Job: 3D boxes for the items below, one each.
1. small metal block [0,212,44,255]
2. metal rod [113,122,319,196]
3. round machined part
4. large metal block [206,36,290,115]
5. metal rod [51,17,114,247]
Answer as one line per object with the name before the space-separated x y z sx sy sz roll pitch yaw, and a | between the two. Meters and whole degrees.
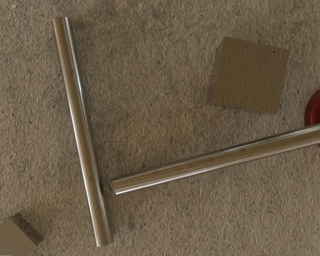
small metal block | -0.193 0.150 0.408 0.050 0.025 0.050 -43 91 0
metal rod | 0.086 0.037 0.389 0.301 0.025 0.025 -16 90 8
round machined part | 0.247 -0.013 0.405 0.099 0.042 0.097 0 90 -1
large metal block | 0.110 -0.064 0.399 0.080 0.050 0.080 11 90 -1
metal rod | -0.102 0.005 0.408 0.025 0.025 0.298 -11 90 0
